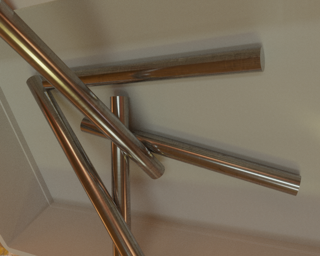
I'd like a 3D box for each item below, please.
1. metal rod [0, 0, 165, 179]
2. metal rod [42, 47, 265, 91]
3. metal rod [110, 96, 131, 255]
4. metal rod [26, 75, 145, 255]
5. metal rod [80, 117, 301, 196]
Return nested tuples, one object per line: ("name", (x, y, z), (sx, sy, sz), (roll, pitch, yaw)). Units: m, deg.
("metal rod", (-0.080, -0.028, 0.341), (0.025, 0.025, 0.300), (-10, 138, 33))
("metal rod", (-0.029, -0.068, 0.381), (0.300, 0.025, 0.025), (0, 118, 28))
("metal rod", (-0.052, 0.108, 0.415), (0.025, 0.025, 0.298), (-1, 90, 29))
("metal rod", (-0.108, 0.045, 0.418), (0.299, 0.025, 0.025), (55, 132, 19))
("metal rod", (0.026, 0.031, 0.414), (0.301, 0.025, 0.025), (15, 125, 19))
